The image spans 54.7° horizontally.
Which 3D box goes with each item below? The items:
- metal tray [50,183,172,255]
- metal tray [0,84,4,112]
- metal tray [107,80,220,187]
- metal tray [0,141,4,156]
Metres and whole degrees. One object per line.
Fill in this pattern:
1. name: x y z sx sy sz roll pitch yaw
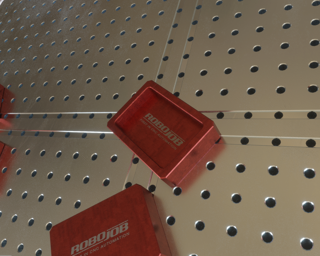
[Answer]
1. metal tray: -0.061 0.133 0.354 0.130 0.030 0.090 -28 52 9
2. metal tray: -0.380 -0.037 0.622 0.130 0.030 0.090 -22 54 14
3. metal tray: 0.000 0.002 0.402 0.090 0.030 0.130 -47 52 -5
4. metal tray: -0.344 0.064 0.542 0.130 0.030 0.090 -6 59 24
